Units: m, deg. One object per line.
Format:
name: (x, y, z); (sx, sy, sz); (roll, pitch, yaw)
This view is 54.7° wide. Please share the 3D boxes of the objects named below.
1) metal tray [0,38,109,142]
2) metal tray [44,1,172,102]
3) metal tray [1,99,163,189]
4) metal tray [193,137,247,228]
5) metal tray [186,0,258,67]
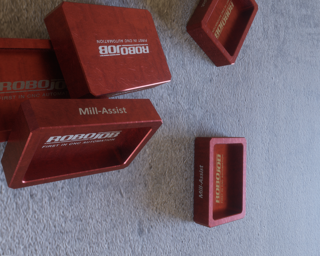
metal tray: (-0.116, -0.039, 0.303); (0.131, 0.030, 0.089); (-11, 97, -39)
metal tray: (-0.047, -0.082, 0.333); (0.131, 0.030, 0.090); (-22, 95, -51)
metal tray: (-0.072, 0.012, 0.299); (0.131, 0.089, 0.030); (-5, 55, -42)
metal tray: (0.094, 0.079, 0.480); (0.091, 0.030, 0.129); (1, 89, -40)
metal tray: (0.101, -0.173, 0.485); (0.090, 0.030, 0.130); (40, 66, -33)
